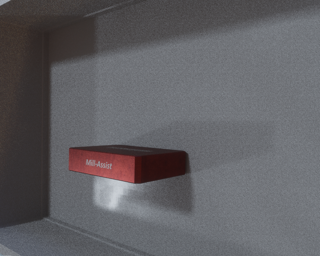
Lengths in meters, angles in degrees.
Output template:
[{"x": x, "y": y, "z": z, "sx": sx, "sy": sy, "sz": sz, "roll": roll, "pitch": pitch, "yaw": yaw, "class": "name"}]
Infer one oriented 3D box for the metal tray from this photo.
[{"x": -0.044, "y": 0.042, "z": 0.401, "sx": 0.130, "sy": 0.091, "sz": 0.030, "roll": 2, "pitch": 92, "yaw": 40, "class": "metal tray"}]
